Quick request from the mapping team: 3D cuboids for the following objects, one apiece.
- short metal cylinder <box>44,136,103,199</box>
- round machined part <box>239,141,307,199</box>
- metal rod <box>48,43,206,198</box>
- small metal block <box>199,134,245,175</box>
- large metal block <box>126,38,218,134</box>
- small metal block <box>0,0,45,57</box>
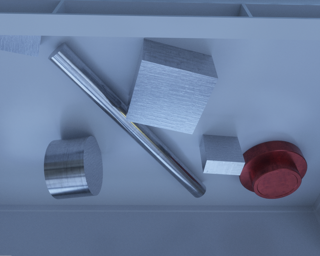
[{"bbox_3d":[-0.113,0.053,0.417,0.050,0.080,0.080,-7,130,5],"label":"short metal cylinder"},{"bbox_3d":[0.168,0.068,0.459,0.099,0.042,0.097,-1,130,0],"label":"round machined part"},{"bbox_3d":[-0.025,0.009,0.415,0.025,0.025,0.300,-29,125,22],"label":"metal rod"},{"bbox_3d":[0.084,0.036,0.425,0.050,0.050,0.025,4,130,-4],"label":"small metal block"},{"bbox_3d":[0.010,-0.046,0.354,0.081,0.050,0.079,12,129,-10],"label":"large metal block"},{"bbox_3d":[-0.146,-0.104,0.311,0.050,0.025,0.050,7,131,-23],"label":"small metal block"}]
